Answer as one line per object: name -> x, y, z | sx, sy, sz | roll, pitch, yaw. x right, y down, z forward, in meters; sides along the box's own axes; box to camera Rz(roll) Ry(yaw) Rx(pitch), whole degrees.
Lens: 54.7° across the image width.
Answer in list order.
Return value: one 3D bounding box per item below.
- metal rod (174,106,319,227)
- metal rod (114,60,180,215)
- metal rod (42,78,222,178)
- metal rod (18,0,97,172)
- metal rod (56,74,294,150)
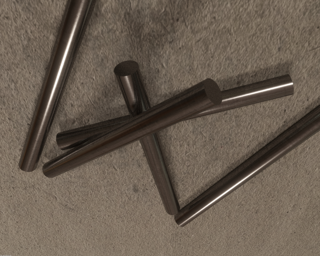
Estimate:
metal rod -> 0.125, 0.071, 0.469 | 0.025, 0.025, 0.299 | 29, 124, -23
metal rod -> -0.006, 0.039, 0.414 | 0.025, 0.025, 0.299 | -9, 138, 7
metal rod -> -0.058, 0.015, 0.362 | 0.299, 0.025, 0.025 | -24, 129, 40
metal rod -> -0.125, -0.048, 0.364 | 0.025, 0.025, 0.298 | 21, 127, -17
metal rod -> 0.010, -0.017, 0.393 | 0.301, 0.025, 0.025 | -14, 129, 10
